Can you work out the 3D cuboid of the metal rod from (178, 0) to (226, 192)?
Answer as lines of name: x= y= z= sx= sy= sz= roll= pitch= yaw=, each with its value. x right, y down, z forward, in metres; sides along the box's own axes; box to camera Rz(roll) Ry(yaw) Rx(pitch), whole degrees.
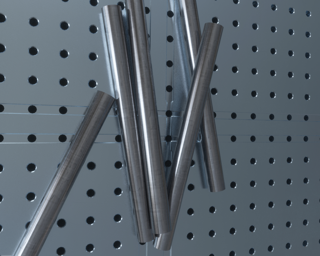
metal rod: x=0.056 y=-0.059 z=0.432 sx=0.025 sy=0.025 sz=0.298 roll=-11 pitch=94 yaw=-20

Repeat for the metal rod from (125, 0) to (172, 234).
metal rod: x=-0.016 y=-0.020 z=0.394 sx=0.025 sy=0.025 sz=0.299 roll=-6 pitch=87 yaw=-20

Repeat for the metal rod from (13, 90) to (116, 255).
metal rod: x=-0.129 y=0.093 z=0.365 sx=0.025 sy=0.025 sz=0.299 roll=28 pitch=81 yaw=-18

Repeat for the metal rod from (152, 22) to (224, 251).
metal rod: x=0.036 y=0.013 z=0.408 sx=0.025 sy=0.025 sz=0.299 roll=13 pitch=92 yaw=-20

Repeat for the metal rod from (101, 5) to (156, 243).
metal rod: x=-0.040 y=-0.003 z=0.397 sx=0.025 sy=0.025 sz=0.298 roll=-9 pitch=93 yaw=-20
